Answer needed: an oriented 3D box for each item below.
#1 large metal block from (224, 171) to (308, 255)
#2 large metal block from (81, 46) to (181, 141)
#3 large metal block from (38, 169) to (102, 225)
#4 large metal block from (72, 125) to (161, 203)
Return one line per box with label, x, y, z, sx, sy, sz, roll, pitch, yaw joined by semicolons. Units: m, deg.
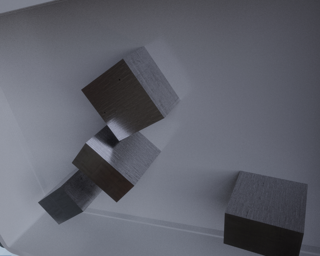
large metal block;0.127;0.102;0.369;0.080;0.080;0.050;9;123;23
large metal block;-0.036;-0.041;0.386;0.080;0.050;0.080;-26;104;37
large metal block;-0.138;0.103;0.510;0.080;0.080;0.050;-34;100;38
large metal block;-0.058;0.040;0.428;0.080;0.080;0.050;42;129;-1
